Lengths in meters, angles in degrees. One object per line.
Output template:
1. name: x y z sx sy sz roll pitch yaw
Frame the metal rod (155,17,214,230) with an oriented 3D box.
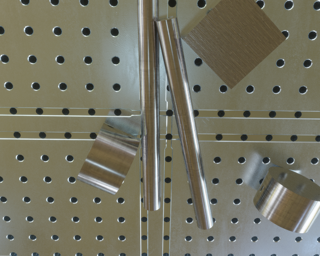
1. metal rod: 0.038 0.010 0.410 0.025 0.025 0.298 -11 113 4

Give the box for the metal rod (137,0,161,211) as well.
1. metal rod: -0.013 -0.025 0.403 0.025 0.025 0.298 -1 110 0

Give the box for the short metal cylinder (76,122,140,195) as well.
1. short metal cylinder: -0.066 0.039 0.398 0.050 0.080 0.080 26 108 -9

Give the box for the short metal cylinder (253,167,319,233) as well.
1. short metal cylinder: 0.176 0.095 0.421 0.080 0.080 0.050 17 109 -7

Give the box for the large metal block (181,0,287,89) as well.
1. large metal block: 0.082 -0.106 0.362 0.080 0.050 0.080 43 104 -14
